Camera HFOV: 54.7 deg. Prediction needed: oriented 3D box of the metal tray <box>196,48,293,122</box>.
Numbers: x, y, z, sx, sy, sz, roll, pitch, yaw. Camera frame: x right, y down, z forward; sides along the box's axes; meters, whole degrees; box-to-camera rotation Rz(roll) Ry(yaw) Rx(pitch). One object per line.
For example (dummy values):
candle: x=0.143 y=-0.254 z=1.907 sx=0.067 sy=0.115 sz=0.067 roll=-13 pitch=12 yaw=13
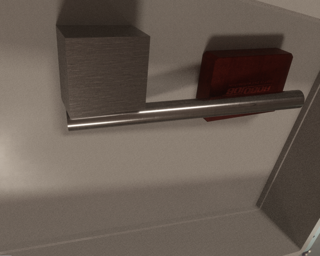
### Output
metal tray: x=0.117 y=-0.062 z=0.433 sx=0.131 sy=0.030 sz=0.089 roll=-9 pitch=123 yaw=-24

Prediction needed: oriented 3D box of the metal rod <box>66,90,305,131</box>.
metal rod: x=0.042 y=-0.024 z=0.384 sx=0.302 sy=0.025 sz=0.025 roll=-6 pitch=122 yaw=-14

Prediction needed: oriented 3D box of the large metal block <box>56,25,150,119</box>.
large metal block: x=-0.060 y=-0.061 z=0.323 sx=0.081 sy=0.050 sz=0.079 roll=-9 pitch=123 yaw=-24
